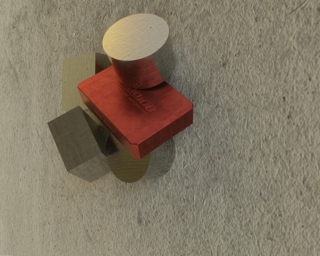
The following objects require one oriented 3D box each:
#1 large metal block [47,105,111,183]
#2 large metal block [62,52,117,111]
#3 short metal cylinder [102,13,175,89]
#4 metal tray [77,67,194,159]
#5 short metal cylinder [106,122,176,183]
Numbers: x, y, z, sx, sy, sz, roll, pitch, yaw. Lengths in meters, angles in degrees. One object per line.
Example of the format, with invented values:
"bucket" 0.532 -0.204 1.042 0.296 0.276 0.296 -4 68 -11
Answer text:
"large metal block" -0.109 0.026 0.452 0.050 0.080 0.080 -30 68 -2
"large metal block" -0.105 -0.066 0.474 0.080 0.050 0.080 1 91 40
"short metal cylinder" -0.024 -0.095 0.384 0.080 0.050 0.080 -6 57 9
"metal tray" -0.032 -0.032 0.392 0.130 0.091 0.030 43 156 31
"short metal cylinder" -0.026 0.030 0.412 0.080 0.050 0.080 0 90 40
